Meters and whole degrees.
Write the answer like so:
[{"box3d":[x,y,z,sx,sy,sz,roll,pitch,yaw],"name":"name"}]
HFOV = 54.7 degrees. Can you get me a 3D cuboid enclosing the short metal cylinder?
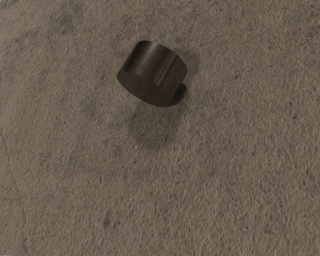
[{"box3d":[-0.010,-0.071,0.416,0.080,0.080,0.050,17,71,34],"name":"short metal cylinder"}]
